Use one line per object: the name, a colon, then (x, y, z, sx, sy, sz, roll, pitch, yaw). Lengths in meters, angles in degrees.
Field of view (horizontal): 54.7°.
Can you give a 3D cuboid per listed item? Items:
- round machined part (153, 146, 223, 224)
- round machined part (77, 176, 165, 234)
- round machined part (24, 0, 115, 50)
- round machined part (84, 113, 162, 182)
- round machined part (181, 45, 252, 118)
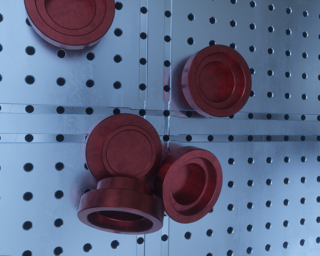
round machined part: (0.032, 0.071, 0.408, 0.099, 0.042, 0.097, -6, 102, -32)
round machined part: (-0.044, 0.091, 0.367, 0.099, 0.097, 0.042, 20, 53, -20)
round machined part: (-0.106, -0.141, 0.365, 0.099, 0.042, 0.097, 0, 90, -21)
round machined part: (-0.043, 0.030, 0.389, 0.099, 0.042, 0.097, 0, 90, -21)
round machined part: (0.075, -0.063, 0.432, 0.099, 0.042, 0.097, 0, 90, -21)
